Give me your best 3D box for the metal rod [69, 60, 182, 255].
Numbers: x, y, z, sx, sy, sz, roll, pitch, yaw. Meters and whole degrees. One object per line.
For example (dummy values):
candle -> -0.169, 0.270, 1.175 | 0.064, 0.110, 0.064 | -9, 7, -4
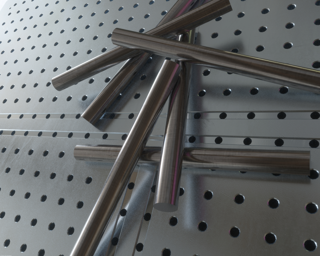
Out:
metal rod -> -0.047, 0.054, 0.373 | 0.025, 0.025, 0.299 | 20, 80, 35

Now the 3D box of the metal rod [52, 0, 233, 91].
metal rod -> -0.039, -0.123, 0.470 | 0.300, 0.025, 0.025 | -20, 54, 19

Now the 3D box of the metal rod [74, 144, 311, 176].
metal rod -> 0.017, 0.035, 0.378 | 0.300, 0.025, 0.025 | 0, 62, 28

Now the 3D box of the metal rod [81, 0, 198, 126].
metal rod -> -0.020, -0.128, 0.498 | 0.025, 0.025, 0.300 | 31, 79, 38

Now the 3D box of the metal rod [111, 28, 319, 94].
metal rod -> 0.066, -0.089, 0.393 | 0.300, 0.025, 0.025 | 19, 72, 24

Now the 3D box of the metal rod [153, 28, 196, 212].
metal rod -> 0.025, -0.041, 0.399 | 0.025, 0.025, 0.300 | -9, 51, 24
